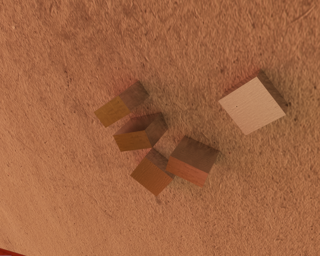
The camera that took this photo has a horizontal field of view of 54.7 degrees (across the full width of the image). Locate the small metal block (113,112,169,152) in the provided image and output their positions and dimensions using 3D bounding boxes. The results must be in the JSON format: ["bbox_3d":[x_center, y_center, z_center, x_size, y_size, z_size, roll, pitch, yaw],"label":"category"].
[{"bbox_3d":[-0.024,0.005,0.407,0.050,0.050,0.025,-9,114,32],"label":"small metal block"}]

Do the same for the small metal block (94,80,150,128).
[{"bbox_3d":[-0.048,-0.031,0.397,0.050,0.050,0.025,-27,103,37],"label":"small metal block"}]

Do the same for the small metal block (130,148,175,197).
[{"bbox_3d":[-0.008,0.064,0.451,0.050,0.025,0.050,39,129,2],"label":"small metal block"}]

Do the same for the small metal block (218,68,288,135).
[{"bbox_3d":[0.101,-0.027,0.337,0.050,0.025,0.050,-34,100,38],"label":"small metal block"}]

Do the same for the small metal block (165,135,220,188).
[{"bbox_3d":[0.042,0.041,0.394,0.050,0.050,0.025,24,127,13],"label":"small metal block"}]
